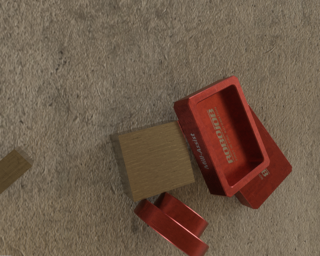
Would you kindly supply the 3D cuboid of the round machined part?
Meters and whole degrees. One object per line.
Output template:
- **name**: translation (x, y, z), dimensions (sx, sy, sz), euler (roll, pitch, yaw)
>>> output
- **round machined part**: translation (0.019, 0.113, 0.378), dimensions (0.098, 0.098, 0.042), euler (41, 77, -16)

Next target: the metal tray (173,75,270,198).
- **metal tray**: translation (0.081, 0.009, 0.393), dimensions (0.091, 0.030, 0.129), euler (-29, 100, -31)

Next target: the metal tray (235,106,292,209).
- **metal tray**: translation (0.125, 0.041, 0.452), dimensions (0.090, 0.030, 0.130), euler (-42, 103, -15)

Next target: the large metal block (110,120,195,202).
- **large metal block**: translation (-0.011, 0.038, 0.392), dimensions (0.081, 0.050, 0.080), euler (-15, 95, -20)

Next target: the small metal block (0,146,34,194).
- **small metal block**: translation (-0.166, 0.047, 0.335), dimensions (0.050, 0.050, 0.025), euler (-44, 104, -15)
